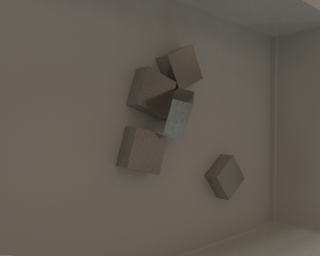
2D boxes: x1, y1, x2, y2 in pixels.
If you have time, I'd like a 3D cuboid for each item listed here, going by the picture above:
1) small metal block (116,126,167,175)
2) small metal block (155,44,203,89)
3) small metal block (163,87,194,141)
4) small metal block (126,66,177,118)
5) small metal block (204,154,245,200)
[{"bbox_3d":[-0.022,0.029,0.388,0.050,0.025,0.050,20,77,-38],"label":"small metal block"},{"bbox_3d":[0.028,-0.082,0.429,0.050,0.025,0.050,-32,110,-35],"label":"small metal block"},{"bbox_3d":[0.024,-0.019,0.397,0.050,0.025,0.050,-74,179,-66],"label":"small metal block"},{"bbox_3d":[-0.010,-0.044,0.398,0.050,0.025,0.050,24,75,-38],"label":"small metal block"},{"bbox_3d":[0.103,0.078,0.493,0.050,0.025,0.050,-45,117,-31],"label":"small metal block"}]
